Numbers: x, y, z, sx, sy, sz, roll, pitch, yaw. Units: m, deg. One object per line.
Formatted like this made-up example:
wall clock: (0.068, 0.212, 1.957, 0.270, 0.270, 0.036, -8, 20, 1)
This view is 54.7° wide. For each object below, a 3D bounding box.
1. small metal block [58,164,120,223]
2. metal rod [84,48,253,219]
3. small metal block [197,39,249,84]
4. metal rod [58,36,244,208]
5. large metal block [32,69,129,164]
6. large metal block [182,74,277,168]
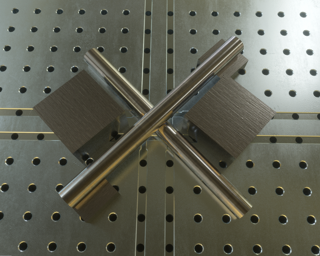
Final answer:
small metal block: (-0.086, 0.080, 0.382, 0.050, 0.025, 0.050, 43, 75, 14)
metal rod: (0.002, -0.002, 0.411, 0.025, 0.025, 0.300, -41, 75, -13)
small metal block: (0.089, -0.092, 0.446, 0.050, 0.025, 0.050, -42, 76, -14)
metal rod: (-0.001, -0.017, 0.391, 0.301, 0.025, 0.025, -43, 76, -14)
large metal block: (-0.100, -0.014, 0.403, 0.080, 0.050, 0.080, -41, 75, -14)
large metal block: (0.087, -0.009, 0.402, 0.080, 0.050, 0.080, 41, 75, 13)
